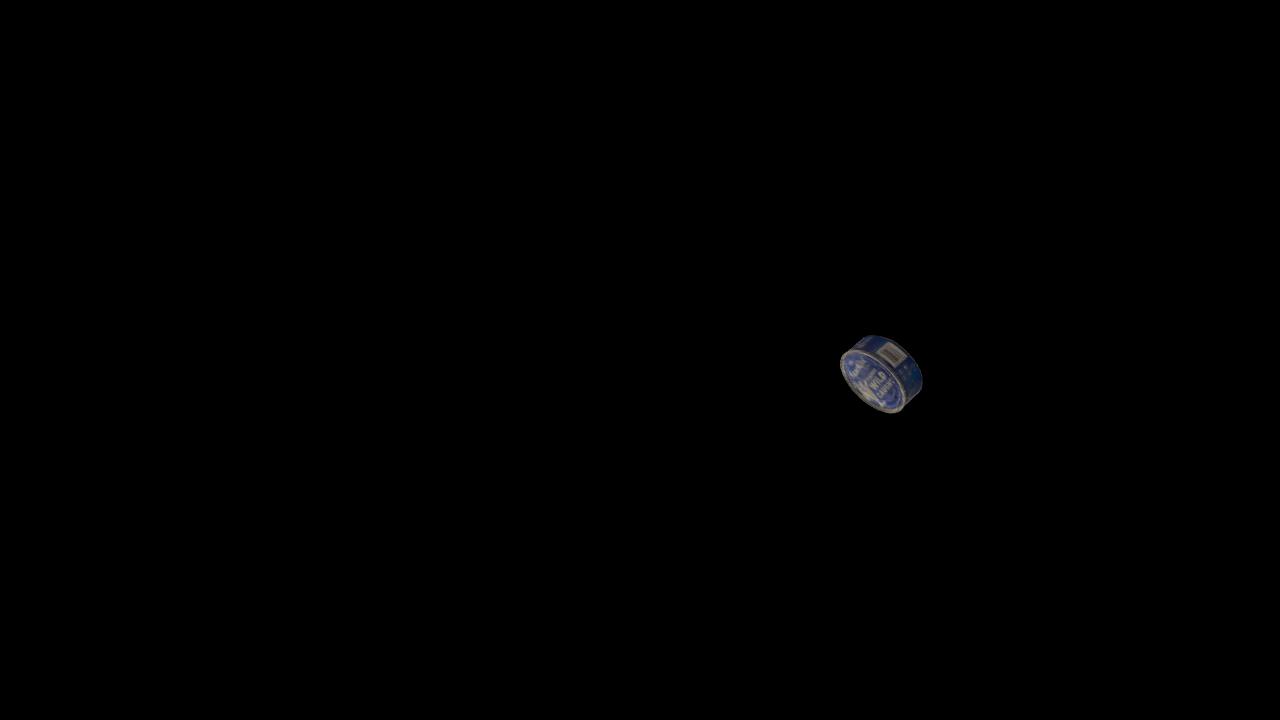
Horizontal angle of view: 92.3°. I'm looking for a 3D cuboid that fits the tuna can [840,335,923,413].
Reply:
[{"bbox_3d":[0.262,0.015,0.668,0.034,0.084,0.084,-38,12,-16],"label":"tuna can"}]
